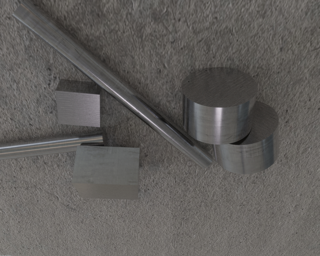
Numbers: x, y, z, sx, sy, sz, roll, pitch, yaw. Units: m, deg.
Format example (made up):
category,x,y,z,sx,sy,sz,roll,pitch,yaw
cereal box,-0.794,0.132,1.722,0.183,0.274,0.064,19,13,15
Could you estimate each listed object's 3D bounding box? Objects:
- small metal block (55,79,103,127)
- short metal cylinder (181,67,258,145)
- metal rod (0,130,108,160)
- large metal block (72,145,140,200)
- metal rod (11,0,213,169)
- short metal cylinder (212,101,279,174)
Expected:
category,x,y,z,sx,sy,sz,roll,pitch,yaw
small metal block,-0.098,-0.030,0.381,0.050,0.025,0.050,5,130,-5
short metal cylinder,0.065,-0.027,0.349,0.080,0.080,0.050,-3,130,2
metal rod,-0.223,0.032,0.432,0.302,0.025,0.025,-7,130,5
large metal block,-0.069,0.064,0.426,0.081,0.050,0.080,2,154,-3
metal rod,-0.036,-0.036,0.376,0.025,0.025,0.301,-35,122,26
short metal cylinder,0.103,0.010,0.381,0.080,0.080,0.050,-11,130,9
